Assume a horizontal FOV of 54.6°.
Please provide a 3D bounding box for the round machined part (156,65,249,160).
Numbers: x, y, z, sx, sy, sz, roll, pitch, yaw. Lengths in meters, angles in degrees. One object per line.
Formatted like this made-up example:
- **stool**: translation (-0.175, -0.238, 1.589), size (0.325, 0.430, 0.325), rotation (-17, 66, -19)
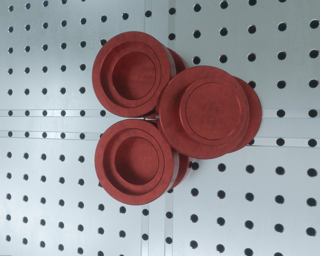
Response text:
- **round machined part**: translation (0.048, -0.016, 0.319), size (0.099, 0.042, 0.097), rotation (0, 89, -12)

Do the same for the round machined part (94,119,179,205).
- **round machined part**: translation (-0.024, 0.038, 0.367), size (0.098, 0.042, 0.097), rotation (0, 90, 20)

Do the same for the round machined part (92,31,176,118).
- **round machined part**: translation (-0.027, -0.060, 0.368), size (0.098, 0.042, 0.097), rotation (0, 90, 20)

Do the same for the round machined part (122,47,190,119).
- **round machined part**: translation (-0.011, -0.061, 0.409), size (0.098, 0.042, 0.097), rotation (0, 90, 20)

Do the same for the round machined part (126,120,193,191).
- **round machined part**: translation (-0.010, 0.038, 0.408), size (0.098, 0.042, 0.097), rotation (0, 90, 20)

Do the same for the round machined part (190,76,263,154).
- **round machined part**: translation (0.073, -0.017, 0.378), size (0.098, 0.042, 0.097), rotation (0, 90, 20)
